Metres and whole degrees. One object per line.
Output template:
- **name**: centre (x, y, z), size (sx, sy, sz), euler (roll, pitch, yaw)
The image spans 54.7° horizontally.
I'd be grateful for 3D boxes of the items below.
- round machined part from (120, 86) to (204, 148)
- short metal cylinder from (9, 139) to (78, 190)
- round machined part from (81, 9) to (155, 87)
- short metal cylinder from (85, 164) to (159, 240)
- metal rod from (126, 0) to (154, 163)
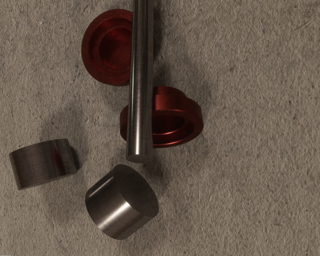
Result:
- **round machined part**: centre (0.001, -0.015, 0.374), size (0.098, 0.098, 0.042), euler (-16, 61, 19)
- **short metal cylinder**: centre (-0.163, 0.051, 0.436), size (0.080, 0.080, 0.050), euler (-20, 84, 18)
- **round machined part**: centre (-0.052, -0.104, 0.417), size (0.098, 0.042, 0.097), euler (0, 90, 19)
- **short metal cylinder**: centre (-0.047, 0.093, 0.395), size (0.050, 0.080, 0.080), euler (-41, 77, 15)
- **metal rod**: centre (-0.020, -0.106, 0.353), size (0.025, 0.025, 0.299), euler (-10, 63, 19)
